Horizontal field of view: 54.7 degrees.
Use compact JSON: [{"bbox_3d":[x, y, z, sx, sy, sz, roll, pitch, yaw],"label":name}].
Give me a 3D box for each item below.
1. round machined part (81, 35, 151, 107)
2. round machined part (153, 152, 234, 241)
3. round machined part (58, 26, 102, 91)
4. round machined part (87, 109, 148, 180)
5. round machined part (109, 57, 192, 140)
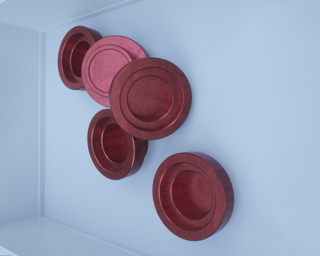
[{"bbox_3d":[-0.061,-0.075,0.417,0.098,0.042,0.097,1,96,11],"label":"round machined part"},{"bbox_3d":[0.042,0.076,0.360,0.098,0.042,0.097,0,90,39],"label":"round machined part"},{"bbox_3d":[-0.115,-0.107,0.488,0.098,0.042,0.097,0,90,39],"label":"round machined part"},{"bbox_3d":[-0.055,0.020,0.434,0.098,0.042,0.097,8,102,40],"label":"round machined part"},{"bbox_3d":[-0.014,-0.037,0.381,0.042,0.099,0.097,-140,60,-70],"label":"round machined part"}]
